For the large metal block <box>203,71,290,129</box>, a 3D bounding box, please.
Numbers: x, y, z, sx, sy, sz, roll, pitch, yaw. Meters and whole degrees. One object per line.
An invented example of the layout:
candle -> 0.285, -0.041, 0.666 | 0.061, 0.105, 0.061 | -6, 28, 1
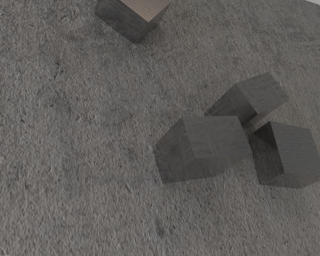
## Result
large metal block -> 0.126, -0.032, 0.455 | 0.081, 0.080, 0.050 | -22, 74, -36

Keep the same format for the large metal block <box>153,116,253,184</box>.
large metal block -> 0.049, 0.027, 0.378 | 0.081, 0.080, 0.050 | -2, 63, -29

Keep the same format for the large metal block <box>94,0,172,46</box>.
large metal block -> -0.041, -0.188, 0.480 | 0.080, 0.050, 0.080 | 37, 51, -3

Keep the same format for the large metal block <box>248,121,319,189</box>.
large metal block -> 0.188, 0.042, 0.463 | 0.081, 0.050, 0.080 | 9, 58, -23
